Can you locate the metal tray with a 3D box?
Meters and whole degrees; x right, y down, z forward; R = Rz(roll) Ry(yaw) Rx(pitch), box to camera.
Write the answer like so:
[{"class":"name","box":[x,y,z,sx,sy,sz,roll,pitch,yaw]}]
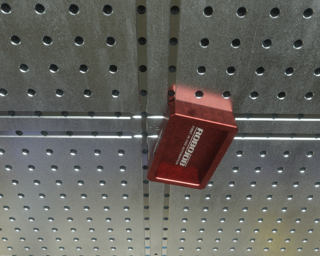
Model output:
[{"class":"metal tray","box":[0.040,0.029,0.432,0.091,0.030,0.129,12,129,-10]}]
